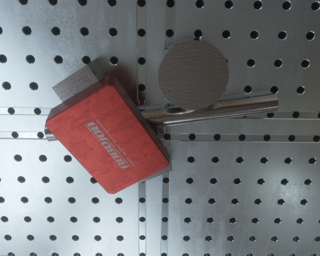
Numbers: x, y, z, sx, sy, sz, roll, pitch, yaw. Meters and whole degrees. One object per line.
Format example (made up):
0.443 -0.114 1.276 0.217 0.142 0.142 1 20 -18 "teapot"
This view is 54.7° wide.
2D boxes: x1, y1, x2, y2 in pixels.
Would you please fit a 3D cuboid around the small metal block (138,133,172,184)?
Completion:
-0.016 0.042 0.427 0.050 0.025 0.050 -22 109 7 "small metal block"

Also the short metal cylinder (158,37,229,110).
0.038 -0.067 0.375 0.081 0.050 0.079 0 110 -1 "short metal cylinder"

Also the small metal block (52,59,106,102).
-0.096 -0.057 0.377 0.050 0.050 0.025 -30 108 10 "small metal block"

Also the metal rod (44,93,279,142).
0.000 -0.014 0.409 0.302 0.025 0.025 -7 110 2 "metal rod"

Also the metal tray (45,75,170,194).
-0.058 0.013 0.373 0.090 0.030 0.130 -29 119 10 "metal tray"
